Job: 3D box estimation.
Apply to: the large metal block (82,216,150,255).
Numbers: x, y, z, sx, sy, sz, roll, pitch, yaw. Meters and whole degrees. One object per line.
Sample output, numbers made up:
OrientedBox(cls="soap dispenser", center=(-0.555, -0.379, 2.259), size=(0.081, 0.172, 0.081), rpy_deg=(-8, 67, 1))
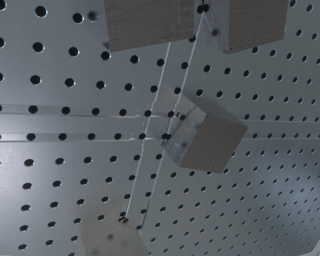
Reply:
OrientedBox(cls="large metal block", center=(-0.061, 0.192, 0.460), size=(0.080, 0.080, 0.050), rpy_deg=(-24, 127, -14))

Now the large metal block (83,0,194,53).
OrientedBox(cls="large metal block", center=(-0.023, -0.114, 0.292), size=(0.081, 0.080, 0.050), rpy_deg=(-16, 125, -20))

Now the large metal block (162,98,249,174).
OrientedBox(cls="large metal block", center=(0.063, 0.013, 0.437), size=(0.081, 0.050, 0.080), rpy_deg=(14, 111, -34))

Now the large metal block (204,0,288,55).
OrientedBox(cls="large metal block", center=(0.100, -0.141, 0.362), size=(0.081, 0.050, 0.080), rpy_deg=(-19, 126, -17))
